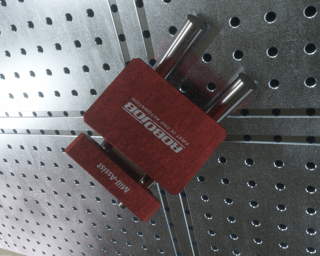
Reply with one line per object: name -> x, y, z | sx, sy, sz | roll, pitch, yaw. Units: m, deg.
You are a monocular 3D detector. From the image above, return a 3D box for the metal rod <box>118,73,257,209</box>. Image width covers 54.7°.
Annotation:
metal rod -> 0.017, 0.037, 0.424 | 0.025, 0.025, 0.298 | 41, 129, 0

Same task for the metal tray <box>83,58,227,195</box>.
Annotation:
metal tray -> -0.005, -0.002, 0.341 | 0.130, 0.030, 0.090 | 40, 85, 0

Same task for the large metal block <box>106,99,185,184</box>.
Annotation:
large metal block -> -0.016, 0.016, 0.392 | 0.050, 0.080, 0.080 | 41, 129, 0

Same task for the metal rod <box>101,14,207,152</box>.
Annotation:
metal rod -> -0.036, -0.021, 0.416 | 0.025, 0.025, 0.298 | 40, 129, 0

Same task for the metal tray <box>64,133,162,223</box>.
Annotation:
metal tray -> -0.060, 0.062, 0.410 | 0.130, 0.030, 0.090 | 42, 173, -2
